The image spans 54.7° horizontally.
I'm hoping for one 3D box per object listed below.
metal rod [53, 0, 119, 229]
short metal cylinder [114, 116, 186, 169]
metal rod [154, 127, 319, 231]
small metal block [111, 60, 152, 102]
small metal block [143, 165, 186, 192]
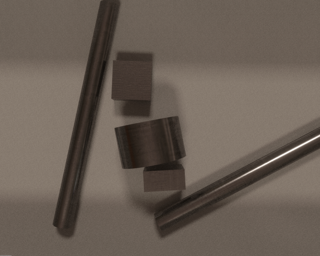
[{"bbox_3d":[-0.098,-0.018,0.410,0.025,0.025,0.298,12,90,-1],"label":"metal rod"},{"bbox_3d":[-0.012,0.017,0.384,0.080,0.080,0.050,-11,90,0],"label":"short metal cylinder"},{"bbox_3d":[0.132,0.056,0.413,0.301,0.025,0.025,-28,90,-1],"label":"metal rod"},{"bbox_3d":[-0.036,-0.061,0.411,0.050,0.025,0.050,2,90,-1],"label":"small metal block"},{"bbox_3d":[0.005,0.063,0.399,0.050,0.050,0.025,-3,90,-1],"label":"small metal block"}]
